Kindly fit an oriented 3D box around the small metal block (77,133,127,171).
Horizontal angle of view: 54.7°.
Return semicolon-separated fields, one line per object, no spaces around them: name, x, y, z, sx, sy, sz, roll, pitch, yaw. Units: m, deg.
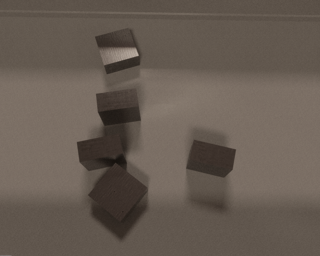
small metal block;-0.070;0.031;0.384;0.050;0.050;0.025;-12;71;-5

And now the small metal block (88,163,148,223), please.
small metal block;-0.050;0.080;0.380;0.050;0.025;0.050;36;74;12

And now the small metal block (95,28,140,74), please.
small metal block;-0.061;-0.112;0.450;0.050;0.025;0.050;-17;71;-7

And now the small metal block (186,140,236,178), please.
small metal block;0.062;0.039;0.383;0.050;0.050;0.025;13;71;4

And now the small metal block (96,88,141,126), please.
small metal block;-0.053;-0.026;0.405;0.050;0.050;0.025;-8;71;-4
